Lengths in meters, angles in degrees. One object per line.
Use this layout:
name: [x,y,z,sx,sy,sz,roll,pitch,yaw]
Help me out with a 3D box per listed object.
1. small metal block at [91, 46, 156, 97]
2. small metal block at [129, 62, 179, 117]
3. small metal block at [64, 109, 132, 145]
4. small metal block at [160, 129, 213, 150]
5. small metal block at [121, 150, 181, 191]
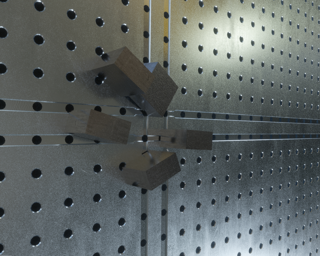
small metal block: [-0.043,-0.063,0.359,0.050,0.050,0.025,43,64,-32]
small metal block: [-0.009,-0.049,0.400,0.050,0.025,0.050,46,62,-39]
small metal block: [-0.068,-0.001,0.337,0.050,0.050,0.025,19,78,-39]
small metal block: [0.036,0.016,0.426,0.050,0.050,0.025,5,87,-40]
small metal block: [-0.011,0.051,0.386,0.050,0.050,0.025,-28,108,-37]
